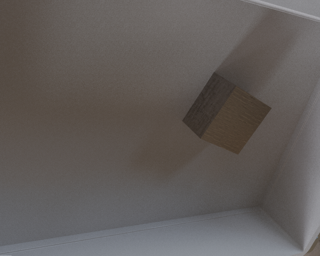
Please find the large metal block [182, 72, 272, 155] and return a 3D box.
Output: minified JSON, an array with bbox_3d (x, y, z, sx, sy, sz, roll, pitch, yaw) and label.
[{"bbox_3d":[0.092,-0.019,0.431,0.080,0.050,0.080,22,106,-36],"label":"large metal block"}]
